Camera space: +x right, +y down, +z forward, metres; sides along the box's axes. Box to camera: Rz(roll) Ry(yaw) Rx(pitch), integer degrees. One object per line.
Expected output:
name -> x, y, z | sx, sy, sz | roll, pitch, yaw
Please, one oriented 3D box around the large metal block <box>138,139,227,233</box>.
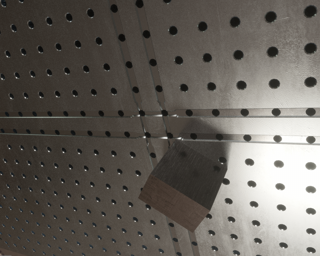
large metal block -> 0.031, 0.072, 0.403 | 0.080, 0.080, 0.050 | 31, 128, 8
